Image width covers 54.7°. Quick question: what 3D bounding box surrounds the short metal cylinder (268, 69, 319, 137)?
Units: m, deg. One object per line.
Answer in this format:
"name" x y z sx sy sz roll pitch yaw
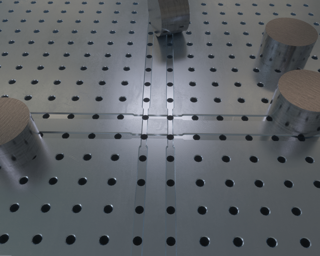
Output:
"short metal cylinder" 0.195 -0.034 0.421 0.081 0.050 0.080 0 50 0

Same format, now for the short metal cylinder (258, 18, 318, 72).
"short metal cylinder" 0.208 -0.137 0.508 0.081 0.050 0.080 0 50 0

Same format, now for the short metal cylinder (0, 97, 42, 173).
"short metal cylinder" -0.195 0.008 0.383 0.081 0.050 0.080 0 50 0

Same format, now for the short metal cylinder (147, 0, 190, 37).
"short metal cylinder" 0.014 -0.206 0.545 0.050 0.080 0.080 -15 52 -12
